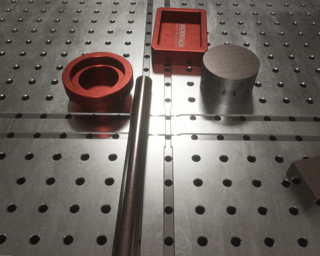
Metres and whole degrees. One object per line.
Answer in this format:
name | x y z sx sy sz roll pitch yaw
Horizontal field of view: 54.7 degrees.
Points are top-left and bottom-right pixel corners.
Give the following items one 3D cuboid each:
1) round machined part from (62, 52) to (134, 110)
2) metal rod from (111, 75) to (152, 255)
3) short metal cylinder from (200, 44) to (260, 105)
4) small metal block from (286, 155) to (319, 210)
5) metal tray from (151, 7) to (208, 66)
round machined part | -0.087 -0.064 0.449 0.099 0.042 0.098 0 50 0
metal rod | -0.030 0.045 0.369 0.025 0.025 0.300 2 50 1
short metal cylinder | 0.102 -0.080 0.460 0.081 0.050 0.080 0 50 0
small metal block | 0.185 0.061 0.359 0.050 0.025 0.050 -11 51 -10
metal tray | 0.035 -0.163 0.541 0.091 0.030 0.130 3 50 2
